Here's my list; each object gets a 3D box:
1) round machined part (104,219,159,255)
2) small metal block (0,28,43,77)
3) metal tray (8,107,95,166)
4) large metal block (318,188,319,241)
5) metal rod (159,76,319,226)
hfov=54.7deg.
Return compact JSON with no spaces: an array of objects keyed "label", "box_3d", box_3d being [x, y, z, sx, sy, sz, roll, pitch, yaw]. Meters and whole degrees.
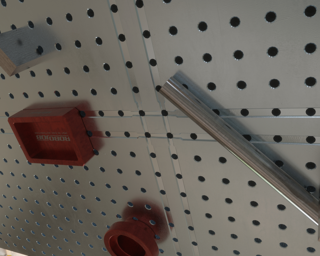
[{"label":"round machined part","box_3d":[-0.046,0.201,0.547,0.098,0.042,0.097,13,124,20]},{"label":"small metal block","box_3d":[-0.204,-0.107,0.434,0.025,0.050,0.050,-34,100,38]},{"label":"metal tray","box_3d":[-0.179,0.015,0.508,0.130,0.030,0.089,-1,118,28]},{"label":"large metal block","box_3d":[0.200,0.068,0.312,0.050,0.080,0.079,16,125,19]},{"label":"metal rod","box_3d":[0.121,0.044,0.373,0.300,0.025,0.025,40,129,0]}]
